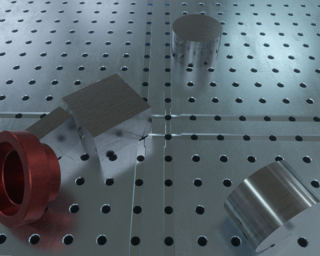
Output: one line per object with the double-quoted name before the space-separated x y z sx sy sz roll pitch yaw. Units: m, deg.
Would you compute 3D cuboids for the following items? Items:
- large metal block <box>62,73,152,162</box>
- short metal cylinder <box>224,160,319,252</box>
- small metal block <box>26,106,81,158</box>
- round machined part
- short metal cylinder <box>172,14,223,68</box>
"large metal block" -0.067 -0.016 0.404 0.081 0.050 0.080 -30 57 -23
"short metal cylinder" 0.112 0.078 0.308 0.081 0.080 0.050 -22 54 -18
"small metal block" -0.130 0.010 0.381 0.025 0.050 0.050 32 57 24
"round machined part" -0.143 0.051 0.328 0.098 0.097 0.042 43 26 29
"short metal cylinder" 0.060 -0.145 0.514 0.081 0.050 0.080 0 50 0
